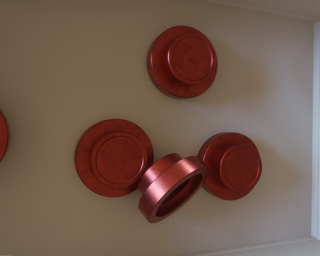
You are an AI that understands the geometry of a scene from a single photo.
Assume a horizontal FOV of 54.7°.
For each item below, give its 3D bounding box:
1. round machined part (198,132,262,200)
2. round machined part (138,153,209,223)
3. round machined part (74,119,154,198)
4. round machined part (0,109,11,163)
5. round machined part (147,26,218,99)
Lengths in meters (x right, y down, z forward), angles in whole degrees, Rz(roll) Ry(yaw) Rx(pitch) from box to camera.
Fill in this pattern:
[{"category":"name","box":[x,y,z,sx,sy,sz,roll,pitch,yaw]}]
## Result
[{"category":"round machined part","box":[0.105,0.055,0.442,0.099,0.042,0.097,0,90,-21]},{"category":"round machined part","box":[0.012,0.070,0.388,0.098,0.098,0.042,-36,63,-17]},{"category":"round machined part","box":[-0.054,0.037,0.383,0.099,0.042,0.097,0,90,-21]},{"category":"round machined part","box":[-0.211,0.008,0.324,0.099,0.042,0.097,0,90,-21]},{"category":"round machined part","box":[0.035,-0.089,0.415,0.099,0.042,0.097,0,90,-21]}]
